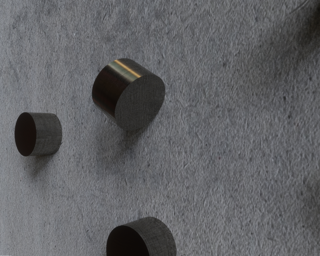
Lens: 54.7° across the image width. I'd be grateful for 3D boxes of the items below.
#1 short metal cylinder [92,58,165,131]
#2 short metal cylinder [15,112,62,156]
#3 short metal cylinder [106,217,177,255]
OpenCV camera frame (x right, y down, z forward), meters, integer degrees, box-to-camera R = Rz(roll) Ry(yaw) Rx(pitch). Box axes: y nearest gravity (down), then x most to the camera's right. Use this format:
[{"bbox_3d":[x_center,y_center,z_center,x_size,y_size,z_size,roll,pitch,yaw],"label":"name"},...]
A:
[{"bbox_3d":[-0.040,-0.043,0.402,0.050,0.081,0.079,38,113,33],"label":"short metal cylinder"},{"bbox_3d":[-0.227,0.011,0.576,0.080,0.050,0.080,0,90,40],"label":"short metal cylinder"},{"bbox_3d":[-0.025,0.163,0.410,0.080,0.050,0.080,0,90,40],"label":"short metal cylinder"}]
